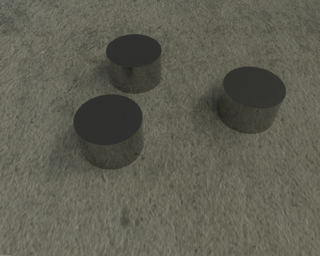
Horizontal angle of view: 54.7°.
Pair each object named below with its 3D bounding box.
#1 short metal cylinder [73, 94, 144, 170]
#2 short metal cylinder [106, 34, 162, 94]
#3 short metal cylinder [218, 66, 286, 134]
[{"bbox_3d":[-0.061,0.004,0.383,0.081,0.050,0.080,0,50,0],"label":"short metal cylinder"},{"bbox_3d":[-0.038,-0.098,0.469,0.081,0.050,0.080,0,50,0],"label":"short metal cylinder"},{"bbox_3d":[0.122,-0.039,0.421,0.081,0.050,0.080,0,50,0],"label":"short metal cylinder"}]
